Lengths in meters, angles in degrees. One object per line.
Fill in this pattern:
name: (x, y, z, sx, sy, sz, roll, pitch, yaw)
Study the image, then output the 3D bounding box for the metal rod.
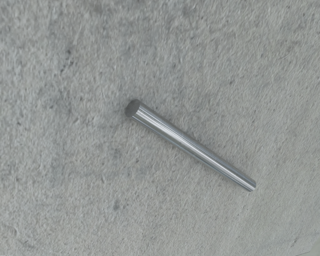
metal rod: (0.065, 0.040, 0.469, 0.301, 0.025, 0.025, 33, 100, -39)
